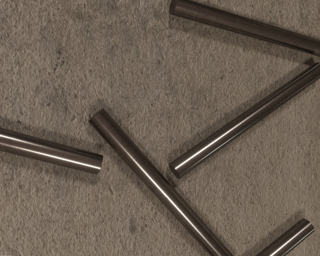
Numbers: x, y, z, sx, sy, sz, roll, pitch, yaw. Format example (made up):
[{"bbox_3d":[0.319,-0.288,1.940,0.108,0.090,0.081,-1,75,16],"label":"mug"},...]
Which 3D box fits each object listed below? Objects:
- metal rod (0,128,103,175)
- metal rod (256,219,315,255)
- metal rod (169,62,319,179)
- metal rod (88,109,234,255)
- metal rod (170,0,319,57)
[{"bbox_3d":[-0.210,0.002,0.331,0.302,0.025,0.025,18,84,-20],"label":"metal rod"},{"bbox_3d":[0.113,0.227,0.452,0.302,0.025,0.025,-29,100,-18],"label":"metal rod"},{"bbox_3d":[0.141,-0.019,0.462,0.302,0.025,0.025,-33,101,-17],"label":"metal rod"},{"bbox_3d":[0.015,0.095,0.415,0.025,0.025,0.300,-44,104,-15],"label":"metal rod"},{"bbox_3d":[0.158,-0.145,0.468,0.302,0.025,0.025,8,87,-20],"label":"metal rod"}]
